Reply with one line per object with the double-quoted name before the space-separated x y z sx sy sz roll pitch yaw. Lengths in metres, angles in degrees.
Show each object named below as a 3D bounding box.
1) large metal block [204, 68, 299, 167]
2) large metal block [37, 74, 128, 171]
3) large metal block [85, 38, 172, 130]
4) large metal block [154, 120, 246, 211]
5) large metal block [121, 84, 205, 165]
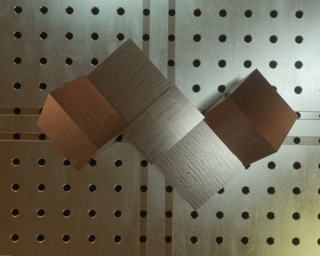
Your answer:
"large metal block" 0.112 -0.014 0.380 0.080 0.050 0.080 49 50 -1
"large metal block" -0.096 -0.004 0.378 0.080 0.080 0.050 49 51 0
"large metal block" -0.039 -0.054 0.400 0.080 0.050 0.080 -42 91 1
"large metal block" 0.047 0.045 0.401 0.080 0.050 0.080 -41 89 0
"large metal block" 0.003 -0.004 0.385 0.080 0.080 0.050 -42 91 0
